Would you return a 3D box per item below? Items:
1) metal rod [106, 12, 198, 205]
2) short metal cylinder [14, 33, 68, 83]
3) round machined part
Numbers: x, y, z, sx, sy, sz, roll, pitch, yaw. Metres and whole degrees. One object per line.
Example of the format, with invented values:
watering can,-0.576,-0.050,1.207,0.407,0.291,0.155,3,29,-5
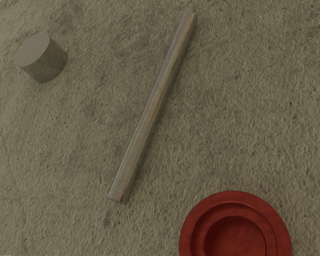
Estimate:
metal rod,-0.003,-0.042,0.429,0.025,0.025,0.300,8,65,31
short metal cylinder,-0.223,-0.132,0.583,0.080,0.050,0.080,-13,56,20
round machined part,0.071,0.112,0.287,0.098,0.042,0.098,-13,56,20
